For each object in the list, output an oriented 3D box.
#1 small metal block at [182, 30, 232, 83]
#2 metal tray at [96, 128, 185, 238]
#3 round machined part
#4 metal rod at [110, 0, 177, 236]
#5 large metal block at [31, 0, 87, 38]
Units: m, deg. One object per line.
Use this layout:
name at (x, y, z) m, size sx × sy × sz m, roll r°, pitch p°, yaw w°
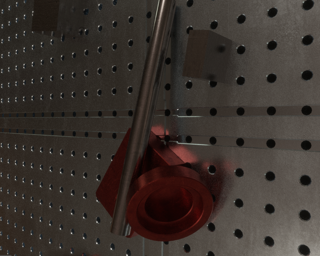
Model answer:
small metal block at (0.054, -0.079, 0.348) m, size 0.025 × 0.050 × 0.050 m, roll 15°, pitch 100°, yaw 39°
metal tray at (-0.032, 0.074, 0.430) m, size 0.090 × 0.030 × 0.129 m, roll 43°, pitch 116°, yaw 31°
round machined part at (0.009, 0.083, 0.365) m, size 0.097 × 0.099 × 0.042 m, roll -61°, pitch 21°, yaw 22°
metal rod at (-0.020, -0.017, 0.391) m, size 0.025 × 0.025 × 0.298 m, roll 9°, pitch 85°, yaw 39°
large metal block at (-0.174, -0.201, 0.533) m, size 0.080 × 0.050 × 0.079 m, roll 14°, pitch 99°, yaw 39°
